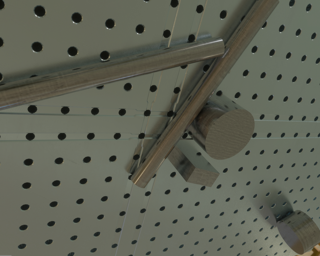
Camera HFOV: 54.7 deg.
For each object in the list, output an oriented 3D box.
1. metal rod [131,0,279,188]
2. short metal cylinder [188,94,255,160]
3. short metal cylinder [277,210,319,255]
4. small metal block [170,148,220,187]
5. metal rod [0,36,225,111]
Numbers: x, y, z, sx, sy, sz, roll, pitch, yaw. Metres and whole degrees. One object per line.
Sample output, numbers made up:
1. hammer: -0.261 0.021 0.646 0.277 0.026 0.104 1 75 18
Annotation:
1. metal rod: 0.053 -0.042 0.413 0.025 0.025 0.299 27 104 -37
2. short metal cylinder: 0.086 -0.002 0.441 0.081 0.050 0.079 -14 124 -21
3. short metal cylinder: 0.308 0.230 0.686 0.050 0.080 0.080 -27 128 -12
4. small metal block: 0.052 0.059 0.460 0.050 0.050 0.025 18 109 -35
5. metal rod: -0.063 -0.060 0.339 0.302 0.025 0.025 -17 126 -19
